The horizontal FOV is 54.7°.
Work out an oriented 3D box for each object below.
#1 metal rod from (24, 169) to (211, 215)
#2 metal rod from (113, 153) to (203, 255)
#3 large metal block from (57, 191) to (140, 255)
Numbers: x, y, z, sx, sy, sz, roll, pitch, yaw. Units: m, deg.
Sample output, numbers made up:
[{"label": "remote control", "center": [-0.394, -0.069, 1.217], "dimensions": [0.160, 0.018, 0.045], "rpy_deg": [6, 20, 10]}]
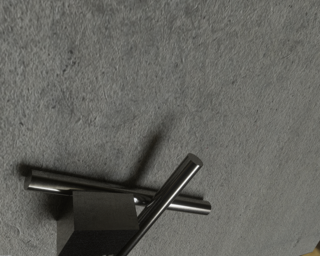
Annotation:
[{"label": "metal rod", "center": [-0.037, 0.099, 0.447], "dimensions": [0.302, 0.025, 0.025], "rpy_deg": [19, 108, -36]}, {"label": "metal rod", "center": [-0.036, 0.154, 0.456], "dimensions": [0.025, 0.025, 0.299], "rpy_deg": [21, 115, -36]}, {"label": "large metal block", "center": [-0.083, 0.126, 0.403], "dimensions": [0.081, 0.050, 0.080], "rpy_deg": [9, 135, -28]}]
